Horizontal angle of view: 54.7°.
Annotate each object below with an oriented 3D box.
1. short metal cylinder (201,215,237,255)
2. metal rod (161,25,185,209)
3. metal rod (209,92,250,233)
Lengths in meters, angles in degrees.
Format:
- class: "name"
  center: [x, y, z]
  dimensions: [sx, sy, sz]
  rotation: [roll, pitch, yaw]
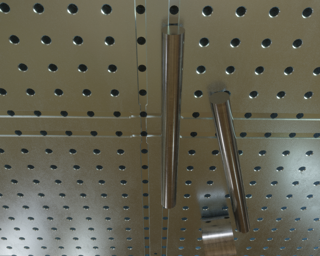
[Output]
- class: "short metal cylinder"
  center: [0.104, 0.197, 0.544]
  dimensions: [0.050, 0.080, 0.080]
  rotation: [-11, 129, 9]
- class: "metal rod"
  center: [0.014, 0.011, 0.420]
  dimensions: [0.025, 0.025, 0.298]
  rotation: [0, 130, 0]
- class: "metal rod"
  center: [0.113, 0.072, 0.474]
  dimensions: [0.025, 0.025, 0.299]
  rotation: [-12, 129, 10]
